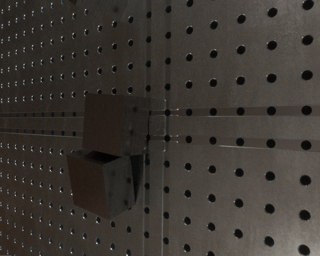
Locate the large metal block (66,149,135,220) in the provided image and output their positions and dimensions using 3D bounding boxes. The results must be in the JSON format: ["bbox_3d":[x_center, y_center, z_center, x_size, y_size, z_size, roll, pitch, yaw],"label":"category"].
[{"bbox_3d":[-0.086,0.076,0.450,0.080,0.050,0.079,8,109,39],"label":"large metal block"}]

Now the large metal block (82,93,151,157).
[{"bbox_3d":[-0.063,-0.007,0.443,0.080,0.050,0.079,8,95,39],"label":"large metal block"}]

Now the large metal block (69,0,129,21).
[{"bbox_3d":[-0.085,-0.210,0.441,0.050,0.081,0.080,43,116,31],"label":"large metal block"}]
